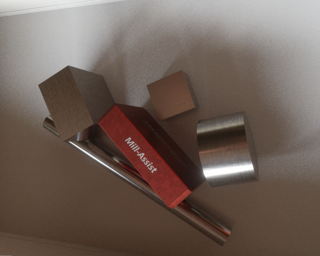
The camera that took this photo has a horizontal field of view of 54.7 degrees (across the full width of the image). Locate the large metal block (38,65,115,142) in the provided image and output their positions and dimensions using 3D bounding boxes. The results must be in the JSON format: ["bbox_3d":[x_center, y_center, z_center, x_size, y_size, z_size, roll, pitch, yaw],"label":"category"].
[{"bbox_3d":[-0.102,-0.030,0.414,0.050,0.080,0.080,-28,81,18],"label":"large metal block"}]

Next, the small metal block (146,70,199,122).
[{"bbox_3d":[0.017,-0.040,0.401,0.050,0.025,0.050,-21,83,18],"label":"small metal block"}]

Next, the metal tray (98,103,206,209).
[{"bbox_3d":[-0.006,0.029,0.375,0.030,0.090,0.130,-45,77,14],"label":"metal tray"}]

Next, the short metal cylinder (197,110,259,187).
[{"bbox_3d":[0.078,0.024,0.351,0.050,0.080,0.080,-12,86,20],"label":"short metal cylinder"}]

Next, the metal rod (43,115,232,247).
[{"bbox_3d":[-0.042,0.062,0.423,0.301,0.025,0.025,30,100,17],"label":"metal rod"}]
